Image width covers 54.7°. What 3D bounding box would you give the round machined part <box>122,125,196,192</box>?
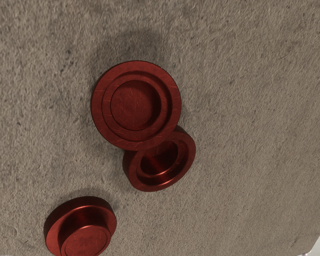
[{"bbox_3d":[-0.005,0.034,0.413,0.099,0.042,0.097,-17,129,-22],"label":"round machined part"}]

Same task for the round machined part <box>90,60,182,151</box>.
[{"bbox_3d":[-0.029,-0.026,0.351,0.099,0.042,0.097,-3,100,-15],"label":"round machined part"}]

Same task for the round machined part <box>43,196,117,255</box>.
[{"bbox_3d":[-0.107,0.146,0.429,0.099,0.042,0.097,-14,125,-21],"label":"round machined part"}]
